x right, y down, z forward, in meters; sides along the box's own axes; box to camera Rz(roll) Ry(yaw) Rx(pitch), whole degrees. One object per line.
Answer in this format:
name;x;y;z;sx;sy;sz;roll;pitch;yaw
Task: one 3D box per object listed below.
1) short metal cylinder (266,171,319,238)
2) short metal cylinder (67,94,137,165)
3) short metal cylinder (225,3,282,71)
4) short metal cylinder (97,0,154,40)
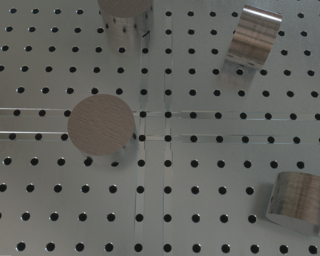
short metal cylinder;0.168;0.089;0.352;0.080;0.080;0.050;20;71;7
short metal cylinder;-0.071;0.003;0.396;0.081;0.050;0.080;0;70;0
short metal cylinder;0.128;-0.125;0.430;0.050;0.080;0.080;20;71;7
short metal cylinder;-0.049;-0.181;0.464;0.081;0.050;0.080;0;70;0
